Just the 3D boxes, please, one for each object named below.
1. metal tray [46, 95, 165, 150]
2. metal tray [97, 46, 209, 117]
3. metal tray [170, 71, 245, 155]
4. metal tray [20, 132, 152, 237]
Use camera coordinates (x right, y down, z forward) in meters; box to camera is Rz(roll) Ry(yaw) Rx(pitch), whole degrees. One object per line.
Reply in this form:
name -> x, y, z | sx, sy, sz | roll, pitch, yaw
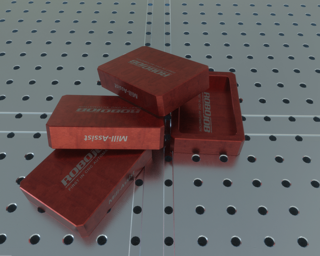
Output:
metal tray -> -0.063, -0.010, 0.386 | 0.131, 0.030, 0.090 | 1, 28, -5
metal tray -> -0.011, -0.069, 0.417 | 0.091, 0.030, 0.130 | -33, 44, -30
metal tray -> 0.062, -0.025, 0.426 | 0.091, 0.030, 0.130 | 3, 50, 2
metal tray -> -0.081, 0.048, 0.363 | 0.090, 0.030, 0.131 | 26, 55, 20
